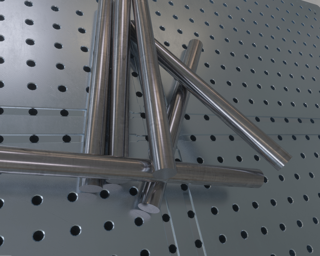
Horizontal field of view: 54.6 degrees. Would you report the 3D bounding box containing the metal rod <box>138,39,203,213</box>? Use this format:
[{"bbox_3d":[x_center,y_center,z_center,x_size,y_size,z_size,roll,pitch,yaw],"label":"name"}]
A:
[{"bbox_3d":[0.024,-0.025,0.435,0.025,0.025,0.300,27,52,-12],"label":"metal rod"}]

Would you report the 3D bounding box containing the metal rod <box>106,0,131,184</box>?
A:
[{"bbox_3d":[-0.052,-0.075,0.413,0.025,0.025,0.299,10,61,-23],"label":"metal rod"}]

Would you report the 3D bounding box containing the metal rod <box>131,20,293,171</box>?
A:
[{"bbox_3d":[0.054,-0.055,0.431,0.025,0.025,0.300,-31,67,-38],"label":"metal rod"}]

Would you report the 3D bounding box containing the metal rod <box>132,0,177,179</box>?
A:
[{"bbox_3d":[-0.013,-0.076,0.397,0.025,0.025,0.300,9,52,-24],"label":"metal rod"}]

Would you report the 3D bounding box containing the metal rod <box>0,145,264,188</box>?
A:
[{"bbox_3d":[-0.010,0.047,0.340,0.302,0.025,0.025,8,58,-24],"label":"metal rod"}]

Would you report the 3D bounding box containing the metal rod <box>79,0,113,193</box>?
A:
[{"bbox_3d":[-0.078,-0.064,0.404,0.025,0.025,0.299,12,57,-22],"label":"metal rod"}]
